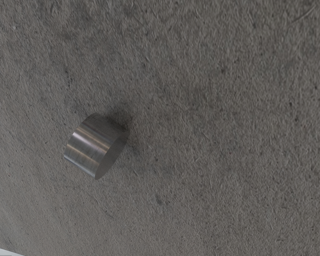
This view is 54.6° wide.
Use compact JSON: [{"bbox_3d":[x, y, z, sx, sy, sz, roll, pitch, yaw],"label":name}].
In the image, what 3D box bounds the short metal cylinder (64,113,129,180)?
[{"bbox_3d":[-0.087,0.025,0.434,0.050,0.080,0.080,32,129,8],"label":"short metal cylinder"}]
